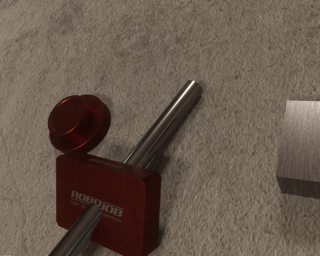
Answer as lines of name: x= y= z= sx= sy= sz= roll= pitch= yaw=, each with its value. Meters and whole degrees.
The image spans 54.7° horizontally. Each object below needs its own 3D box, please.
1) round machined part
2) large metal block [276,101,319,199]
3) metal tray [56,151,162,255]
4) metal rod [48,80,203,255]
round machined part: x=-0.127 y=-0.010 z=0.464 sx=0.098 sy=0.042 sz=0.098 roll=-13 pitch=56 yaw=20
large metal block: x=0.160 y=0.022 z=0.291 sx=0.080 sy=0.050 sz=0.080 roll=4 pitch=64 yaw=29
metal tray: x=-0.063 y=0.083 z=0.351 sx=0.130 sy=0.030 sz=0.089 roll=10 pitch=102 yaw=32
metal rod: x=-0.041 y=0.057 z=0.362 sx=0.025 sy=0.025 sz=0.301 roll=23 pitch=66 yaw=36
